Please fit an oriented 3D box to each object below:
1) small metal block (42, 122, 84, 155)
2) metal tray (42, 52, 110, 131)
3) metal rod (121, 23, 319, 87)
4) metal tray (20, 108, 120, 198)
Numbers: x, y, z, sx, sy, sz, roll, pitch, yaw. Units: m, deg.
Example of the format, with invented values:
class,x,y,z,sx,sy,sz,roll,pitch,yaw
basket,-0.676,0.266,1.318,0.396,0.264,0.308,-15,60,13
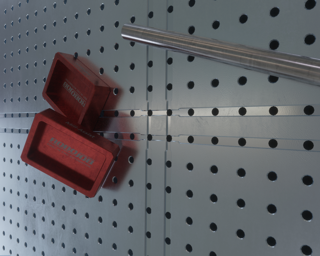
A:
class,x,y,z,sx,sy,sz,roll,pitch,yaw
small metal block,-0.166,0.017,0.531,0.025,0.050,0.050,-43,64,32
metal tray,-0.147,-0.061,0.527,0.130,0.030,0.089,41,115,32
metal rod,0.063,-0.090,0.357,0.300,0.025,0.025,25,106,37
metal tray,-0.139,0.039,0.477,0.130,0.030,0.089,29,112,1
